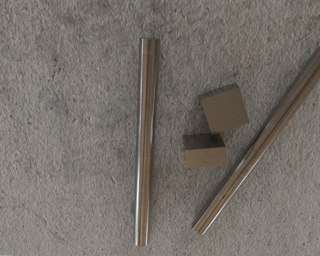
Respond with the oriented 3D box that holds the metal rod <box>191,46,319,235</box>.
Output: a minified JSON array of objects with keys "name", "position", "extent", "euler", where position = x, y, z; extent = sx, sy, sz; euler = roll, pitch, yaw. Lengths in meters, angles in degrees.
[{"name":"metal rod","position":[0.132,0.029,0.422],"extent":[0.025,0.025,0.298],"euler":[28,107,-10]}]

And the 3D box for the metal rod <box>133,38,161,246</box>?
[{"name":"metal rod","position":[-0.020,0.032,0.421],"extent":[0.025,0.025,0.298],"euler":[3,110,-2]}]

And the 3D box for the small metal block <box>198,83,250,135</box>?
[{"name":"small metal block","position":[0.082,-0.025,0.402],"extent":[0.050,0.025,0.050],"euler":[-19,109,6]}]

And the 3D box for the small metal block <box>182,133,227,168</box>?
[{"name":"small metal block","position":[0.057,0.028,0.408],"extent":[0.050,0.050,0.025],"euler":[-5,110,1]}]
